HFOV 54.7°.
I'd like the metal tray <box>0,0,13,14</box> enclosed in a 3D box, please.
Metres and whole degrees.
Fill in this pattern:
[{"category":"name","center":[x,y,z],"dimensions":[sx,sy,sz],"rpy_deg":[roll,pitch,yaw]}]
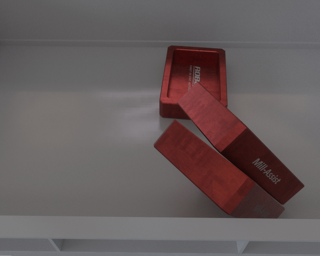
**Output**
[{"category":"metal tray","center":[-0.353,-0.271,0.629],"dimensions":[0.090,0.030,0.130],"rpy_deg":[8,50,6]}]

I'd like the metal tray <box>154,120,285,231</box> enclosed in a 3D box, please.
[{"category":"metal tray","center":[0.060,0.048,0.292],"dimensions":[0.030,0.130,0.090],"rpy_deg":[-51,53,2]}]

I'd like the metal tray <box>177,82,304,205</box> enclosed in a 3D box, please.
[{"category":"metal tray","center":[0.082,0.016,0.315],"dimensions":[0.030,0.130,0.090],"rpy_deg":[-46,36,10]}]

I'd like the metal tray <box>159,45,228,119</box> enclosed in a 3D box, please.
[{"category":"metal tray","center":[0.051,-0.070,0.460],"dimensions":[0.091,0.030,0.130],"rpy_deg":[5,50,4]}]
